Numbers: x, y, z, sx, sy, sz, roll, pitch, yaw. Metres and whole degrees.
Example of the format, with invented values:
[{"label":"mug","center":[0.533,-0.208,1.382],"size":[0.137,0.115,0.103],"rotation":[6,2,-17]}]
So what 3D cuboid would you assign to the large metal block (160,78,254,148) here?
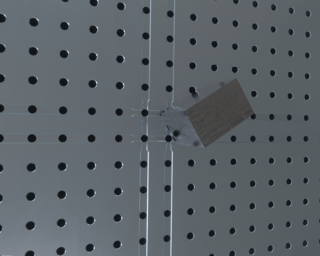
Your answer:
[{"label":"large metal block","center":[0.059,-0.019,0.405],"size":[0.080,0.080,0.050],"rotation":[-33,101,-17]}]
